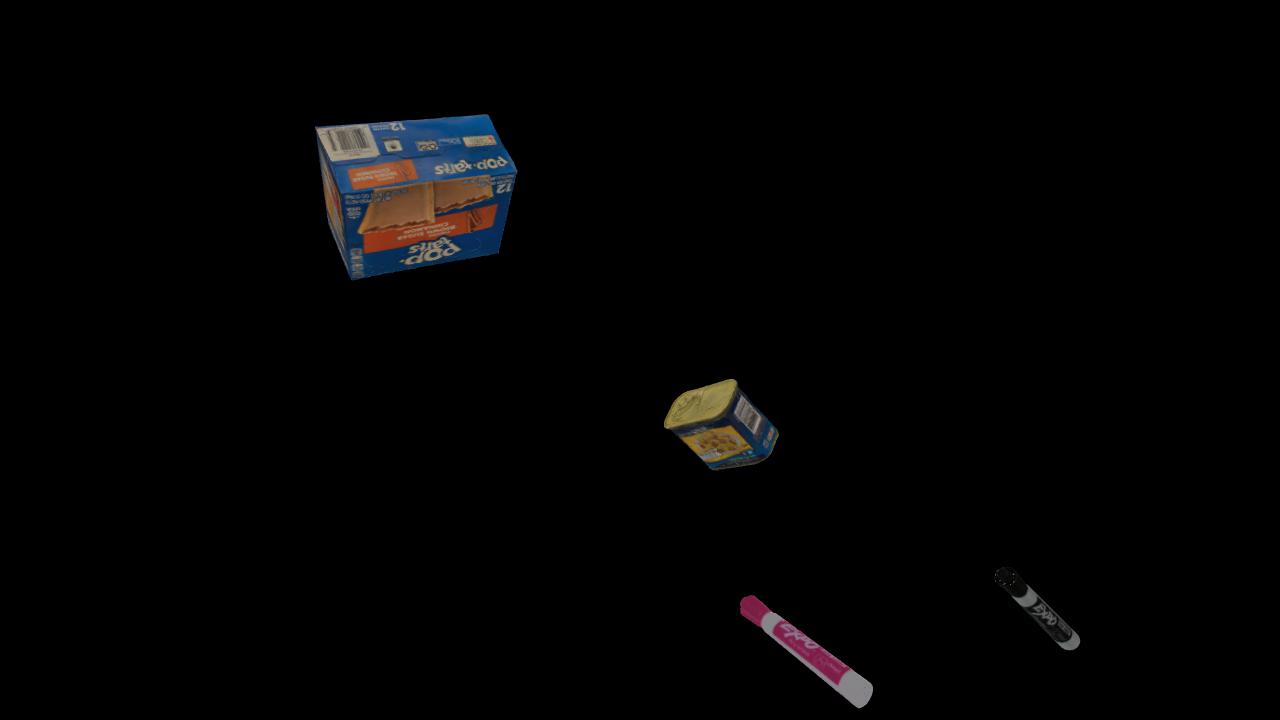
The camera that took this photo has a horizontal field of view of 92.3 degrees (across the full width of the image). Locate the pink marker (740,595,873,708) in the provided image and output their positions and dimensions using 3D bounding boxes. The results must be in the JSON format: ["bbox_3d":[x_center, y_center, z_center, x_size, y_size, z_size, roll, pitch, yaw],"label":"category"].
[{"bbox_3d":[0.120,0.216,0.467,0.020,0.020,0.121,0,13,-34],"label":"pink marker"}]

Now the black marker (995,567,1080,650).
[{"bbox_3d":[0.349,0.218,0.540,0.121,0.020,0.020,42,-17,-19],"label":"black marker"}]

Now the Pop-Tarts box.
[{"bbox_3d":[-0.229,-0.168,0.639,0.167,0.083,0.141,-16,-19,-28],"label":"Pop-Tarts box"}]

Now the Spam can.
[{"bbox_3d":[0.092,0.076,0.698,0.085,0.058,0.101,46,-38,-20],"label":"Spam can"}]
